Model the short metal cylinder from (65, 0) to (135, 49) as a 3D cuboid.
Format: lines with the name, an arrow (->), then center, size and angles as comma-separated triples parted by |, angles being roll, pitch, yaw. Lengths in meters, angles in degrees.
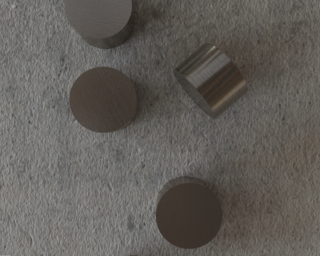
short metal cylinder -> -0.074, -0.147, 0.396 | 0.081, 0.050, 0.079 | 0, 90, -1

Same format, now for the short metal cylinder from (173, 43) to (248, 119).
short metal cylinder -> 0.061, -0.057, 0.383 | 0.050, 0.080, 0.080 | -41, 91, 0

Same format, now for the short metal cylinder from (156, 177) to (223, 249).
short metal cylinder -> 0.035, 0.106, 0.398 | 0.081, 0.050, 0.079 | 0, 90, -1

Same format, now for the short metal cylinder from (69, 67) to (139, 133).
short metal cylinder -> -0.068, -0.034, 0.397 | 0.081, 0.050, 0.079 | 0, 90, -1
